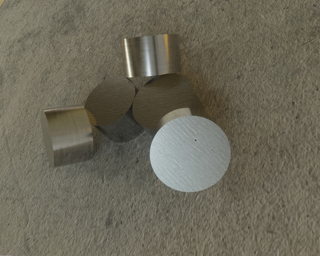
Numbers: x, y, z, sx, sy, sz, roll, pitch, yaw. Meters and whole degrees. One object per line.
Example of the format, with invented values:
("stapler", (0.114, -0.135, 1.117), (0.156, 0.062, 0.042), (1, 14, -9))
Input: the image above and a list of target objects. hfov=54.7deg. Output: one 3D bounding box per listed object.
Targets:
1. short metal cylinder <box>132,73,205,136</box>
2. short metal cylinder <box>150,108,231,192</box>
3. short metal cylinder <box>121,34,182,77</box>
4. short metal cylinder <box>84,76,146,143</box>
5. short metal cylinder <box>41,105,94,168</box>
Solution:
("short metal cylinder", (0.012, -0.023, 0.397), (0.080, 0.050, 0.080), (-13, 56, 21))
("short metal cylinder", (0.031, 0.021, 0.333), (0.080, 0.080, 0.050), (-32, 10, 7))
("short metal cylinder", (-0.012, -0.100, 0.430), (0.080, 0.080, 0.050), (2, 105, 29))
("short metal cylinder", (-0.058, -0.026, 0.435), (0.080, 0.050, 0.080), (-13, 56, 21))
("short metal cylinder", (-0.128, 0.010, 0.423), (0.050, 0.079, 0.080), (-11, 45, -27))
